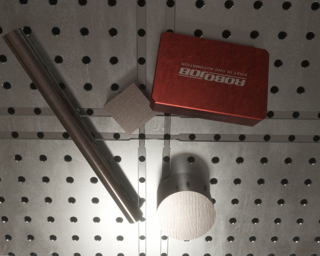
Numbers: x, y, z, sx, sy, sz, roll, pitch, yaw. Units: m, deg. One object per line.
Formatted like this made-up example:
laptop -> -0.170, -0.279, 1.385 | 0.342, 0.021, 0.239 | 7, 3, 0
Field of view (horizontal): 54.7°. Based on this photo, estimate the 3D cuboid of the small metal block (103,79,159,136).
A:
small metal block -> -0.036, -0.027, 0.403 | 0.050, 0.025, 0.050 | -37, 107, 12

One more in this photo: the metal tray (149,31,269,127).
metal tray -> 0.059, -0.057, 0.365 | 0.131, 0.030, 0.090 | 9, 74, -4

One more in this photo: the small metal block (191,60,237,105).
small metal block -> 0.063, -0.057, 0.390 | 0.050, 0.025, 0.050 | 10, 117, -4

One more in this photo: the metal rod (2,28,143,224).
metal rod -> -0.106, 0.010, 0.415 | 0.025, 0.025, 0.299 | -27, 108, 9

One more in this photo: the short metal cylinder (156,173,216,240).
short metal cylinder -> 0.035, 0.111, 0.442 | 0.081, 0.050, 0.079 | 0, 110, -1
